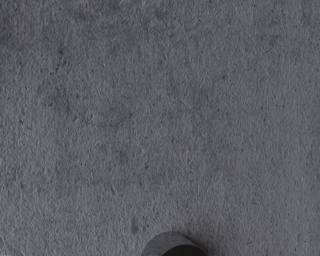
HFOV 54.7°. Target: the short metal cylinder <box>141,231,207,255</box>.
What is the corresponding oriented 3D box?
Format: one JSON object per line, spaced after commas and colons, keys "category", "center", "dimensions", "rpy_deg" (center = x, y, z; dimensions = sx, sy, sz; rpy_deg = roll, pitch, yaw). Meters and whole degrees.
{"category": "short metal cylinder", "center": [0.019, 0.183, 0.403], "dimensions": [0.081, 0.050, 0.080], "rpy_deg": [0, 90, -20]}
